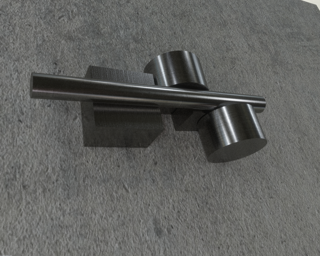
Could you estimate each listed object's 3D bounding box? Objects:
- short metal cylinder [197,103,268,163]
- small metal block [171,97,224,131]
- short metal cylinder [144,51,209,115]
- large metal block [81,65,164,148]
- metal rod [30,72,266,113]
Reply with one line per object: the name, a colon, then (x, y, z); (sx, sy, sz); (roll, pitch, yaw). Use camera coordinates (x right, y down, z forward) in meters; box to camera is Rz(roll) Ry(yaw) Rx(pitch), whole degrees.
short metal cylinder: (0.096, 0.009, 0.418); (0.081, 0.080, 0.050); (0, 62, -29)
small metal block: (0.051, -0.018, 0.428); (0.050, 0.050, 0.025); (1, 62, -28)
short metal cylinder: (0.022, -0.059, 0.420); (0.081, 0.080, 0.050); (2, 61, -28)
large metal block: (-0.049, -0.023, 0.374); (0.081, 0.050, 0.080); (3, 60, -27)
metal rod: (0.009, -0.037, 0.369); (0.303, 0.025, 0.025); (2, 61, -29)
